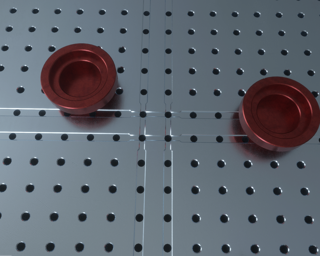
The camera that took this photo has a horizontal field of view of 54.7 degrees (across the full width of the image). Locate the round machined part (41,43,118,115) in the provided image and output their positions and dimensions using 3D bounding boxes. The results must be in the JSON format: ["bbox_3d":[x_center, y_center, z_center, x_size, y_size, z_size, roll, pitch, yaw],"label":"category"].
[{"bbox_3d":[-0.107,-0.063,0.424,0.099,0.042,0.098,0,70,-1],"label":"round machined part"}]

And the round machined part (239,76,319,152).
[{"bbox_3d":[0.153,-0.016,0.410,0.099,0.042,0.098,0,70,-1],"label":"round machined part"}]
